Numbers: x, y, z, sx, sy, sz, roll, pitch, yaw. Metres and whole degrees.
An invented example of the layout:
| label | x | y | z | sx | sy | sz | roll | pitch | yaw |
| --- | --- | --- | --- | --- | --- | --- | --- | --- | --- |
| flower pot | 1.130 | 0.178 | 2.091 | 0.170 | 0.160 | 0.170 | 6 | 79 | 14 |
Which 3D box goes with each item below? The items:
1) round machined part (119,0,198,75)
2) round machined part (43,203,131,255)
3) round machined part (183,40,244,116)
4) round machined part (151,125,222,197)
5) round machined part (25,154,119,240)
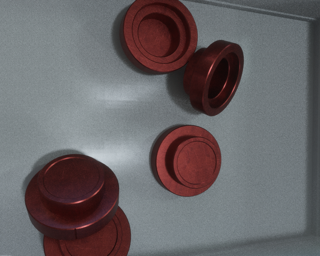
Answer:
| label | x | y | z | sx | sy | sz | roll | pitch | yaw |
| --- | --- | --- | --- | --- | --- | --- | --- | --- | --- |
| round machined part | -0.004 | -0.118 | 0.401 | 0.099 | 0.042 | 0.097 | 0 | 90 | -21 |
| round machined part | -0.081 | 0.125 | 0.354 | 0.099 | 0.042 | 0.098 | 8 | 64 | -17 |
| round machined part | 0.068 | -0.068 | 0.410 | 0.099 | 0.042 | 0.097 | -34 | 138 | -38 |
| round machined part | 0.041 | 0.045 | 0.418 | 0.099 | 0.042 | 0.097 | 0 | 90 | -21 |
| round machined part | -0.094 | 0.066 | 0.336 | 0.099 | 0.098 | 0.042 | -10 | 133 | -20 |
